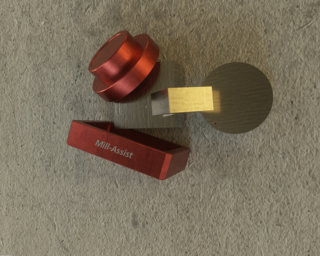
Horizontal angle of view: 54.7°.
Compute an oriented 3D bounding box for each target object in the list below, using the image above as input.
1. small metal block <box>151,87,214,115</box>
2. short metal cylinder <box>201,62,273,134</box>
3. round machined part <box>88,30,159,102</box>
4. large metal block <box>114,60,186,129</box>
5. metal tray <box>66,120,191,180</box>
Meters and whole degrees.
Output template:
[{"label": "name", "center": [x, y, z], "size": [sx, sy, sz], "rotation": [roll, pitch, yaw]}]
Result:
[{"label": "small metal block", "center": [0.023, -0.029, 0.340], "size": [0.050, 0.050, 0.025], "rotation": [-5, 91, -22]}, {"label": "short metal cylinder", "center": [0.091, -0.033, 0.366], "size": [0.080, 0.050, 0.080], "rotation": [0, 90, 20]}, {"label": "round machined part", "center": [-0.051, -0.083, 0.389], "size": [0.098, 0.098, 0.042], "rotation": [-38, 122, 16]}, {"label": "large metal block", "center": [-0.012, -0.040, 0.402], "size": [0.080, 0.050, 0.080], "rotation": [-2, 90, 20]}, {"label": "metal tray", "center": [-0.036, 0.023, 0.388], "size": [0.130, 0.090, 0.030], "rotation": [18, 96, 19]}]
